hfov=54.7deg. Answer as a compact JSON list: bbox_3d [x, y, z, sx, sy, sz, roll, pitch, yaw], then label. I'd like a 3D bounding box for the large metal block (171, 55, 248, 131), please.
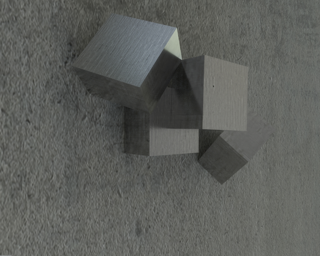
[{"bbox_3d":[0.061,-0.037,0.375,0.081,0.050,0.079,3,88,-40],"label":"large metal block"}]

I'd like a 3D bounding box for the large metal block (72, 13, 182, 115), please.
[{"bbox_3d":[-0.032,-0.071,0.336,0.080,0.080,0.050,-61,158,-22],"label":"large metal block"}]

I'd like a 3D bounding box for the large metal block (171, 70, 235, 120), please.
[{"bbox_3d":[0.063,-0.049,0.446,0.081,0.050,0.079,0,90,-40],"label":"large metal block"}]

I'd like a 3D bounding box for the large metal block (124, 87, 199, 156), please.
[{"bbox_3d":[0.003,-0.008,0.392,0.081,0.050,0.079,0,90,-40],"label":"large metal block"}]

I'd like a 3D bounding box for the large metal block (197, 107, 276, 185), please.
[{"bbox_3d":[0.112,0.027,0.458,0.050,0.080,0.080,44,56,12],"label":"large metal block"}]
